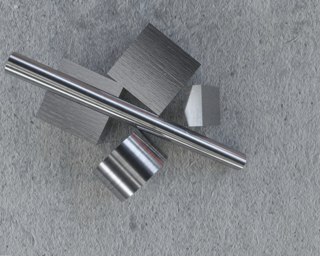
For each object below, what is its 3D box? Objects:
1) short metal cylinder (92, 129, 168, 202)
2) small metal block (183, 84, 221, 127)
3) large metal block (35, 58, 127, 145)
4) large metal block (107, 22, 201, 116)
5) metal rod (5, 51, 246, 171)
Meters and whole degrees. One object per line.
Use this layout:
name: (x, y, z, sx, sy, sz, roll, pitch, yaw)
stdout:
short metal cylinder: (-0.036, 0.045, 0.383, 0.080, 0.080, 0.050, -44, 90, 0)
small metal block: (0.054, -0.028, 0.397, 0.025, 0.050, 0.050, -2, 90, 36)
large metal block: (-0.097, -0.032, 0.398, 0.080, 0.050, 0.080, 25, 90, 0)
large metal block: (-0.007, -0.071, 0.396, 0.080, 0.050, 0.080, 39, 90, 0)
metal rod: (-0.026, -0.012, 0.370, 0.302, 0.025, 0.025, 23, 90, -17)
